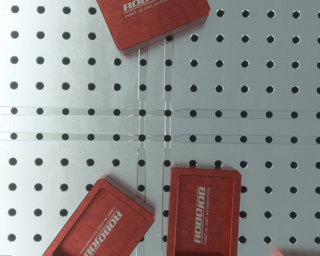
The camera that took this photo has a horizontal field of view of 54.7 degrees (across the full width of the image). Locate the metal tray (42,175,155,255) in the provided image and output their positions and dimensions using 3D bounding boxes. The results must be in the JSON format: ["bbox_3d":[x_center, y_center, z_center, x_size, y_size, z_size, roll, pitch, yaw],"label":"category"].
[{"bbox_3d":[-0.078,0.140,0.409,0.090,0.030,0.130,36,90,-1],"label":"metal tray"}]

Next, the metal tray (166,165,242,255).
[{"bbox_3d":[0.056,0.117,0.411,0.091,0.030,0.129,3,90,-1],"label":"metal tray"}]

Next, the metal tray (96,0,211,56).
[{"bbox_3d":[-0.011,-0.164,0.411,0.131,0.030,0.090,-23,90,-1],"label":"metal tray"}]
